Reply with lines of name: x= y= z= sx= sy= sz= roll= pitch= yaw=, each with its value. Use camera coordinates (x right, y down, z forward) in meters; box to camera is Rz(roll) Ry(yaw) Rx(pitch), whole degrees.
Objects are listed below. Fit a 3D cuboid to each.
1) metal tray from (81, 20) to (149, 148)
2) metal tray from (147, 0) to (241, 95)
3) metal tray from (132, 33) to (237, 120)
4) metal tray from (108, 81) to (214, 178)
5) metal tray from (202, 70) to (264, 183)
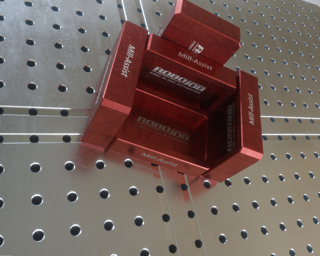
metal tray: x=-0.053 y=-0.052 z=0.369 sx=0.030 sy=0.090 sz=0.130 roll=20 pitch=54 yaw=-17
metal tray: x=0.034 y=-0.097 z=0.417 sx=0.090 sy=0.129 sz=0.030 roll=21 pitch=54 yaw=-16
metal tray: x=0.025 y=-0.062 z=0.417 sx=0.131 sy=0.090 sz=0.030 roll=20 pitch=55 yaw=-17
metal tray: x=0.006 y=0.002 z=0.405 sx=0.131 sy=0.030 sz=0.090 roll=20 pitch=54 yaw=-17
metal tray: x=0.094 y=-0.003 z=0.417 sx=0.030 sy=0.090 sz=0.130 roll=20 pitch=54 yaw=-17
